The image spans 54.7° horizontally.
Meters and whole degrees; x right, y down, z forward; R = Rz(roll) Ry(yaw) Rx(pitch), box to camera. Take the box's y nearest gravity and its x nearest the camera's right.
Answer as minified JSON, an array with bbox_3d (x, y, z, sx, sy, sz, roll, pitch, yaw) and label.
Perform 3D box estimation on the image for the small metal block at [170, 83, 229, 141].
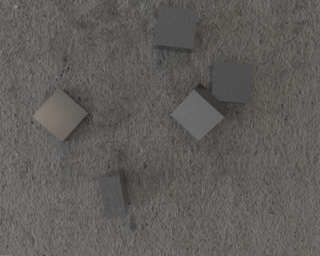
[{"bbox_3d":[0.051,-0.020,0.398,0.050,0.025,0.050,42,126,0],"label":"small metal block"}]

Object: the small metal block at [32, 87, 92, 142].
[{"bbox_3d":[-0.128,-0.017,0.409,0.050,0.025,0.050,42,90,0],"label":"small metal block"}]

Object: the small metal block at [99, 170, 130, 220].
[{"bbox_3d":[-0.057,0.083,0.397,0.025,0.050,0.050,-10,90,0],"label":"small metal block"}]

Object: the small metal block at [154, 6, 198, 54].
[{"bbox_3d":[0.021,-0.129,0.410,0.050,0.025,0.050,7,90,0],"label":"small metal block"}]

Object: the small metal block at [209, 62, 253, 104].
[{"bbox_3d":[0.093,-0.059,0.411,0.050,0.025,0.050,4,90,0],"label":"small metal block"}]
